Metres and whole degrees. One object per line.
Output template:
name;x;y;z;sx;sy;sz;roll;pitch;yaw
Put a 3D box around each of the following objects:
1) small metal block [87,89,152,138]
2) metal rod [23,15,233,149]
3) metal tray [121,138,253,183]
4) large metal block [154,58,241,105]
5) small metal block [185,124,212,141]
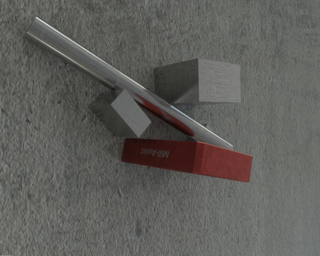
small metal block;-0.046;-0.016;0.352;0.050;0.050;0.025;52;59;-28
metal rod;-0.015;-0.033;0.378;0.301;0.025;0.025;31;71;-31
metal tray;0.028;0.036;0.363;0.091;0.130;0.030;16;80;-39
large metal block;0.049;-0.057;0.412;0.081;0.080;0.050;-3;92;-40
small metal block;0.063;0.029;0.462;0.050;0.025;0.050;49;61;-29
